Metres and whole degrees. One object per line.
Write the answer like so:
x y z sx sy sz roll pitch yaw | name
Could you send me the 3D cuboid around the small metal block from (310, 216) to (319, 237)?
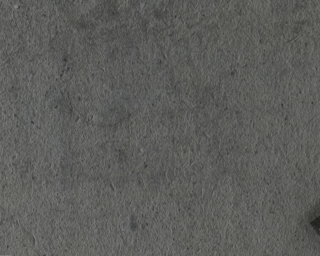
0.240 0.136 0.412 0.050 0.025 0.050 -37 90 0 | small metal block
